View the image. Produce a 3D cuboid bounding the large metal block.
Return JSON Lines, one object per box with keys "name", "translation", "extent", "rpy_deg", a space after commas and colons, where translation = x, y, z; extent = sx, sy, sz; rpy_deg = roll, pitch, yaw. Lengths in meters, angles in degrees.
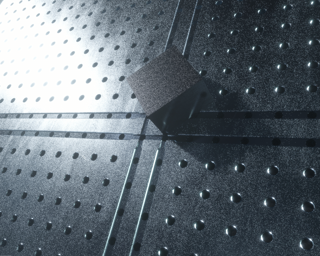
{"name": "large metal block", "translation": [0.013, -0.051, 0.416], "extent": [0.080, 0.050, 0.080], "rpy_deg": [-34, 52, 5]}
